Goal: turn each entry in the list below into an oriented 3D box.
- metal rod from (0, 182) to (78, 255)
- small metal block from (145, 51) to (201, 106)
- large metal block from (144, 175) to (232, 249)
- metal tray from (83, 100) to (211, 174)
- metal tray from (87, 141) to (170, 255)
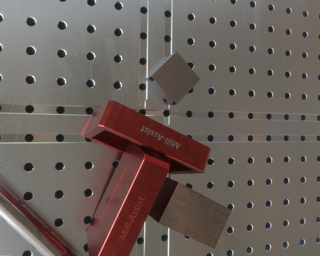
[{"bbox_3d":[-0.120,0.150,0.368,0.025,0.025,0.300,-43,104,-15],"label":"metal rod"},{"bbox_3d":[0.018,-0.066,0.420,0.050,0.025,0.050,47,75,-15],"label":"small metal block"},{"bbox_3d":[0.029,0.102,0.395,0.080,0.080,0.050,30,80,-18],"label":"large metal block"},{"bbox_3d":[-0.018,0.017,0.370,0.131,0.090,0.030,26,71,-19],"label":"metal tray"},{"bbox_3d":[-0.041,0.085,0.354,0.030,0.090,0.129,25,90,-18],"label":"metal tray"}]
